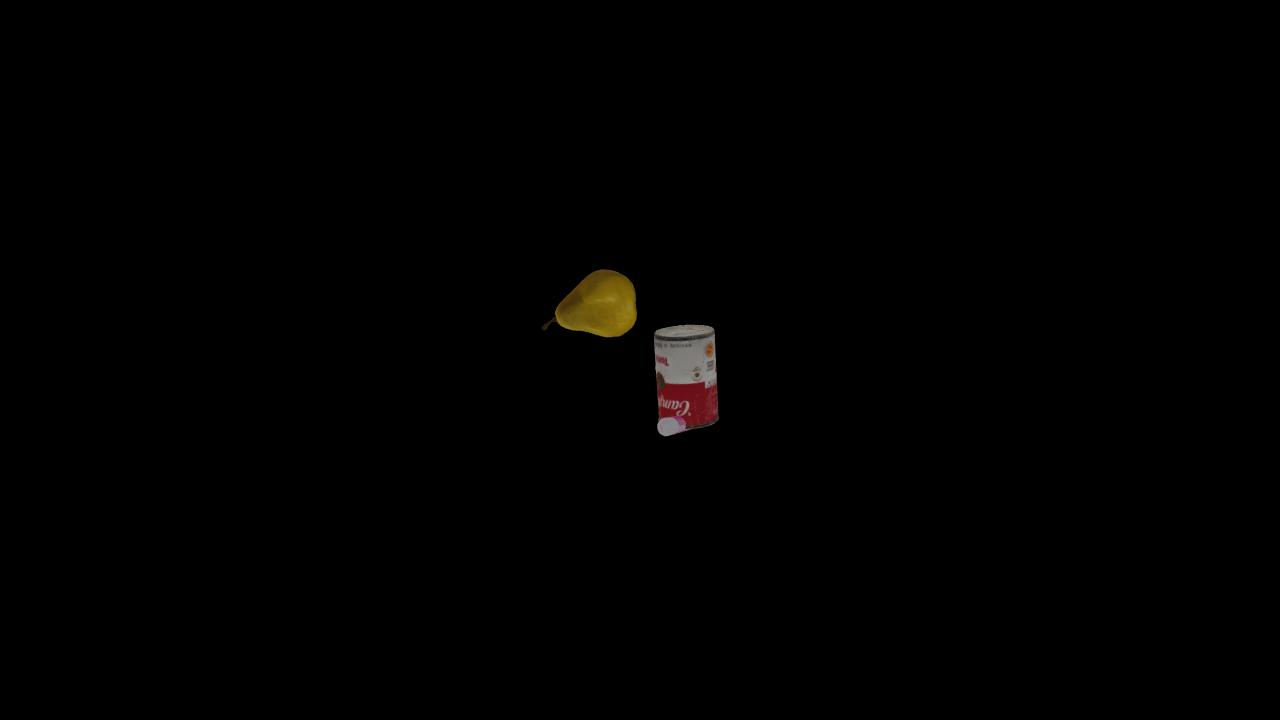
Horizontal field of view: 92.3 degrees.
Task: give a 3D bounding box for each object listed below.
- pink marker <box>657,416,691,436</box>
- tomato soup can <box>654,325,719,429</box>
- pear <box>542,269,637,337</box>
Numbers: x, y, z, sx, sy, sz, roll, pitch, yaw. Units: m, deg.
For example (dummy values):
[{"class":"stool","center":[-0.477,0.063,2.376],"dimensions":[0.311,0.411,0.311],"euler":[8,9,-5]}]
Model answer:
[{"class":"pink marker","center":[0.051,0.069,0.674],"dimensions":[0.020,0.020,0.121],"euler":[0,-1,25]},{"class":"tomato soup can","center":[0.051,0.017,0.669],"dimensions":[0.068,0.101,0.068],"euler":[-3,13,1]},{"class":"pear","center":[-0.061,-0.063,0.715],"dimensions":[0.111,0.080,0.080],"euler":[-7,1,-9]}]
